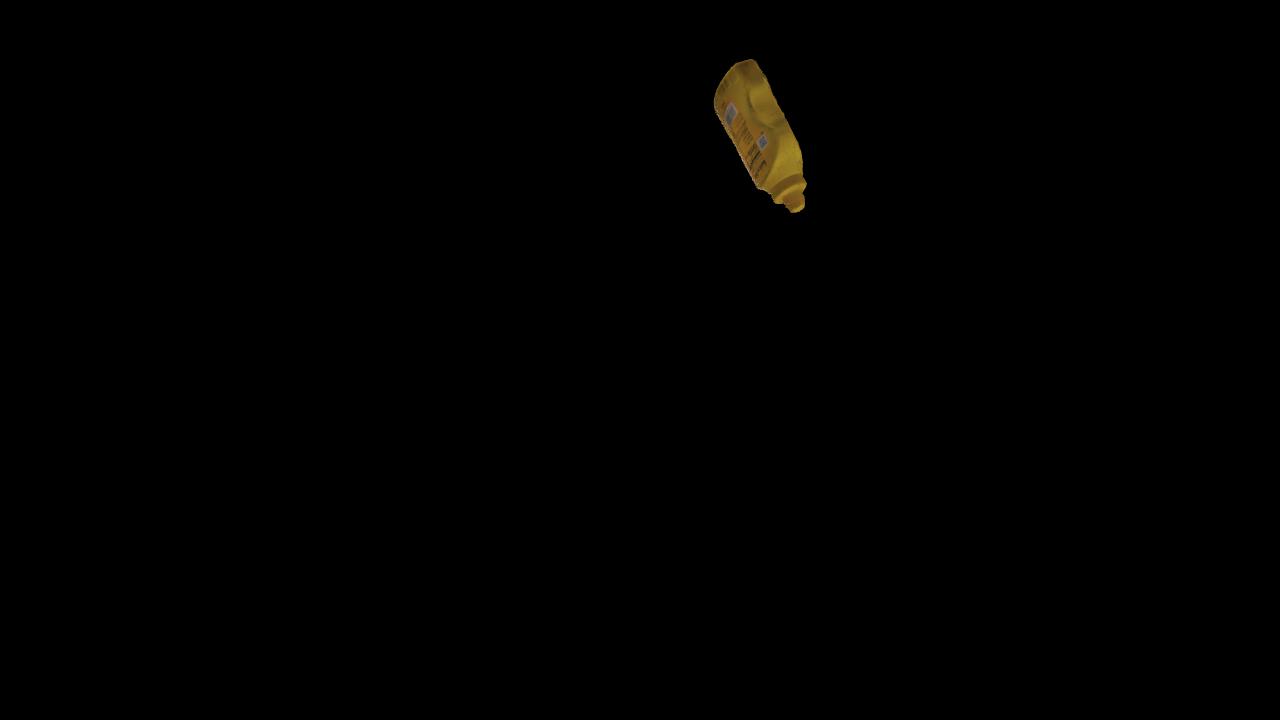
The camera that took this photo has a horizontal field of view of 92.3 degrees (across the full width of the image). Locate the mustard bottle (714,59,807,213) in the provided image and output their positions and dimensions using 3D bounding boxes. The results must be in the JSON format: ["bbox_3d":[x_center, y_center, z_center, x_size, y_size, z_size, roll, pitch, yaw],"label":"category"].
[{"bbox_3d":[0.151,-0.257,0.740,0.054,0.184,0.092,-19,-13,-19],"label":"mustard bottle"}]
